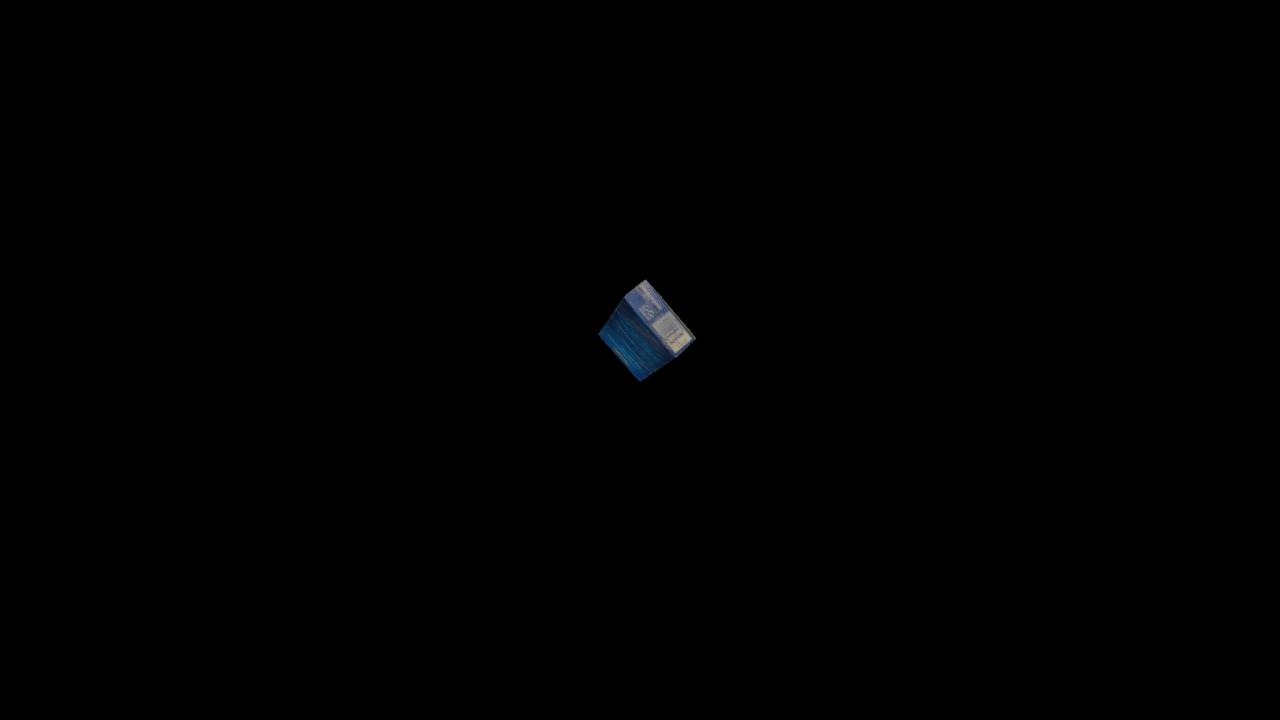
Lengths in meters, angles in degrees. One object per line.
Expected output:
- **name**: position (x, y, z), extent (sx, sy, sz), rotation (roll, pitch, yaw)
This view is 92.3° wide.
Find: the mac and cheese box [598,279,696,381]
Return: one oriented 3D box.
- **mac and cheese box**: position (0.003, -0.030, 0.778), extent (0.041, 0.093, 0.184), rotation (-42, 1, -17)
